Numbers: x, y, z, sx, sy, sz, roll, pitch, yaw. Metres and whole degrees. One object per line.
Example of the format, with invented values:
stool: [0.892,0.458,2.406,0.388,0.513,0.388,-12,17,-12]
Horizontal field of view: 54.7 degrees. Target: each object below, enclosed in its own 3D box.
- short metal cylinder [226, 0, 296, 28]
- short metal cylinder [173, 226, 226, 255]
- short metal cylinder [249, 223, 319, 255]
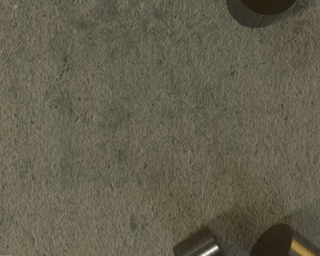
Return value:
short metal cylinder: [0.131,-0.176,0.398,0.081,0.050,0.080,0,90,0]
short metal cylinder: [0.058,0.170,0.383,0.050,0.080,0.080,-32,90,0]
short metal cylinder: [0.155,0.167,0.384,0.050,0.080,0.080,37,90,0]
